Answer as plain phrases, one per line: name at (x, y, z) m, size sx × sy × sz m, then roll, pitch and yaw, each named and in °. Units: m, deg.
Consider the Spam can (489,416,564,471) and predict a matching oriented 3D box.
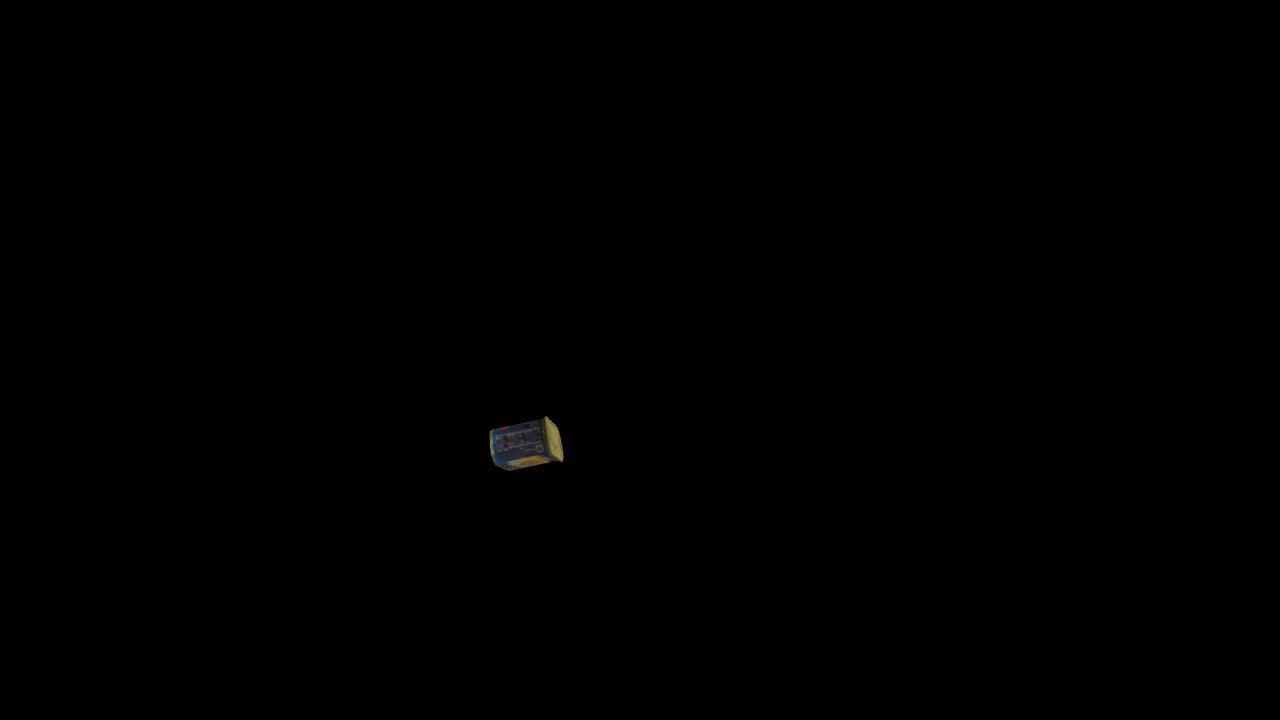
Spam can at (-0.166, 0.126, 0.905) m, size 0.085 × 0.058 × 0.101 m, roll -12°, pitch -18°, yaw 0°
